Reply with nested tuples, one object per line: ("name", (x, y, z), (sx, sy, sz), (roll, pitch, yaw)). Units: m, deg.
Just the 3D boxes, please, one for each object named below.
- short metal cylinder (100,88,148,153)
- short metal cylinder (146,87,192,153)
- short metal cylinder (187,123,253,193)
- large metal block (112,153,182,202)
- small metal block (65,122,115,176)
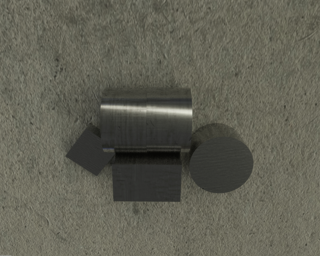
("short metal cylinder", (-0.040, -0.009, 0.378), (0.050, 0.080, 0.079), (1, 110, 0))
("short metal cylinder", (0.010, -0.010, 0.379), (0.050, 0.080, 0.079), (1, 110, 0))
("short metal cylinder", (0.077, 0.039, 0.412), (0.081, 0.050, 0.079), (0, 110, 0))
("large metal block", (-0.015, 0.051, 0.401), (0.081, 0.080, 0.050), (1, 110, -1))
("small metal block", (-0.090, 0.029, 0.421), (0.050, 0.025, 0.050), (36, 106, -13))
